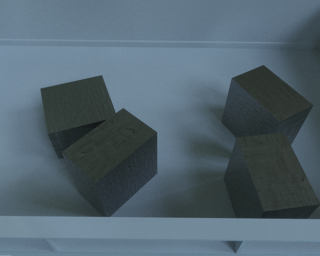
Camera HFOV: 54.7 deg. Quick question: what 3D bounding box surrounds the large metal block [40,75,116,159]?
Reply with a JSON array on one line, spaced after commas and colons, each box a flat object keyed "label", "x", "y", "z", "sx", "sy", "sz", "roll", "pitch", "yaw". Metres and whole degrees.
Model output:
[{"label": "large metal block", "x": -0.102, "y": -0.016, "z": 0.401, "sx": 0.081, "sy": 0.050, "sz": 0.080, "roll": -15, "pitch": 52, "yaw": -13}]

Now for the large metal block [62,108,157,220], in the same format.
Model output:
[{"label": "large metal block", "x": -0.049, "y": 0.039, "z": 0.336, "sx": 0.050, "sy": 0.080, "sz": 0.080, "roll": 35, "pitch": 58, "yaw": 25}]

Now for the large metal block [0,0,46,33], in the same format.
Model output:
[{"label": "large metal block", "x": -0.271, "y": -0.224, "z": 0.576, "sx": 0.080, "sy": 0.050, "sz": 0.080, "roll": 5, "pitch": 50, "yaw": 3}]

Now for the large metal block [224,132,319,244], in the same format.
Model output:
[{"label": "large metal block", "x": 0.107, "y": 0.063, "z": 0.318, "sx": 0.050, "sy": 0.080, "sz": 0.080, "roll": -6, "pitch": 50, "yaw": -5}]

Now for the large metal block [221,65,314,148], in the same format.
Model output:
[{"label": "large metal block", "x": 0.127, "y": -0.017, "z": 0.385, "sx": 0.050, "sy": 0.080, "sz": 0.080, "roll": -24, "pitch": 54, "yaw": -19}]
